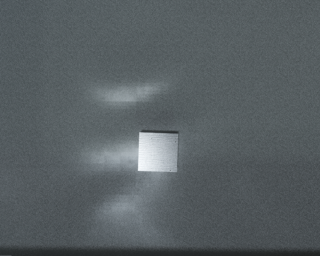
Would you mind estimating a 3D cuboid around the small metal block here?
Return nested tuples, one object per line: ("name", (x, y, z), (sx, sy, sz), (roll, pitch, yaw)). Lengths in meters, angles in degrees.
("small metal block", (-0.002, 0.031, 0.411), (0.050, 0.025, 0.050), (2, 90, -1))
